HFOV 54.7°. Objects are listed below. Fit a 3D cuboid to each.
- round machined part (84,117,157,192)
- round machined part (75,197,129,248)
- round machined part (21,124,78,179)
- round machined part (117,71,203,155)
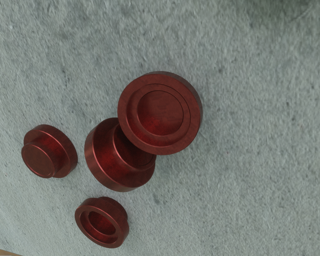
[{"bbox_3d":[-0.043,0.029,0.398,0.042,0.098,0.098,-34,100,39],"label":"round machined part"},{"bbox_3d":[-0.096,0.160,0.543,0.098,0.042,0.097,13,124,20],"label":"round machined part"},{"bbox_3d":[-0.192,0.046,0.523,0.098,0.042,0.097,13,124,20],"label":"round machined part"},{"bbox_3d":[0.003,-0.020,0.372,0.098,0.042,0.097,5,111,14],"label":"round machined part"}]
